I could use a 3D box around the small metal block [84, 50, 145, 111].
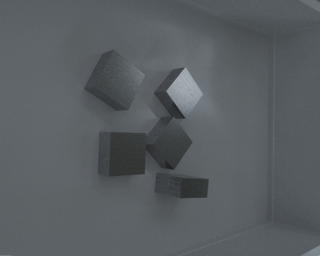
[{"bbox_3d":[-0.052,-0.055,0.364,0.050,0.025,0.050,36,68,-35],"label":"small metal block"}]

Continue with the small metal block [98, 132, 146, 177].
[{"bbox_3d":[-0.045,0.030,0.371,0.050,0.025,0.050,3,88,-40],"label":"small metal block"}]

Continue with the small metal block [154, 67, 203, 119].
[{"bbox_3d":[0.027,-0.048,0.431,0.050,0.025,0.050,52,60,-28],"label":"small metal block"}]

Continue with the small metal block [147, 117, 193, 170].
[{"bbox_3d":[0.010,0.020,0.417,0.050,0.025,0.050,52,59,-28],"label":"small metal block"}]

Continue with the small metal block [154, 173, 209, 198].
[{"bbox_3d":[0.029,0.077,0.417,0.050,0.050,0.025,10,84,-40],"label":"small metal block"}]
